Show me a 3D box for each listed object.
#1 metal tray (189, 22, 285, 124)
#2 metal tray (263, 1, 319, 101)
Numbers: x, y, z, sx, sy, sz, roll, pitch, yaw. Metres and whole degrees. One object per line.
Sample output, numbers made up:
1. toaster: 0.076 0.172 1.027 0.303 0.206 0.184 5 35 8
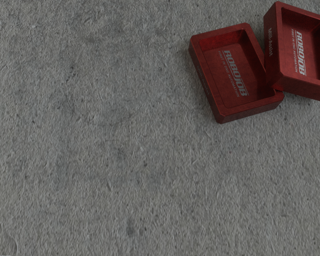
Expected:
1. metal tray: 0.103 -0.079 0.434 0.091 0.030 0.130 -16 71 -6
2. metal tray: 0.192 -0.107 0.426 0.091 0.030 0.130 13 63 -11
